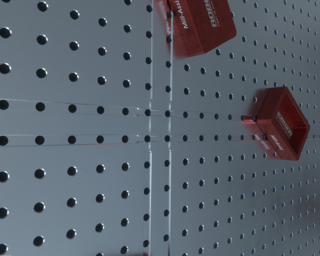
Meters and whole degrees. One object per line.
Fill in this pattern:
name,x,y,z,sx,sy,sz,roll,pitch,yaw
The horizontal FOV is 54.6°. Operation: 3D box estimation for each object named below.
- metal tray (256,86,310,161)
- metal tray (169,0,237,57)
metal tray,0.245,-0.007,0.609,0.130,0.030,0.090,45,63,-30
metal tray,0.059,-0.182,0.454,0.091,0.030,0.129,-35,112,-34
